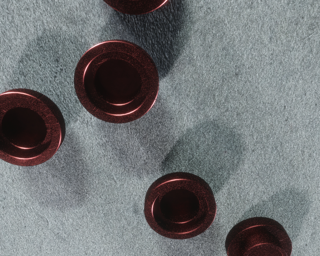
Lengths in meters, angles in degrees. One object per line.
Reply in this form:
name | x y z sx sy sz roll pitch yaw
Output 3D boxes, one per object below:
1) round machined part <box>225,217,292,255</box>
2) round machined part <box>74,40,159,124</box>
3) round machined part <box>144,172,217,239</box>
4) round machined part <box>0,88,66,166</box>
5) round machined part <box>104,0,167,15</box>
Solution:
round machined part | 0.153 0.189 0.471 0.099 0.042 0.097 0 110 0
round machined part | -0.050 -0.058 0.379 0.099 0.042 0.097 0 110 0
round machined part | 0.028 0.105 0.440 0.099 0.042 0.097 0 110 0
round machined part | -0.170 -0.004 0.398 0.099 0.042 0.097 0 110 0
round machined part | -0.028 -0.175 0.336 0.099 0.042 0.097 0 110 0
